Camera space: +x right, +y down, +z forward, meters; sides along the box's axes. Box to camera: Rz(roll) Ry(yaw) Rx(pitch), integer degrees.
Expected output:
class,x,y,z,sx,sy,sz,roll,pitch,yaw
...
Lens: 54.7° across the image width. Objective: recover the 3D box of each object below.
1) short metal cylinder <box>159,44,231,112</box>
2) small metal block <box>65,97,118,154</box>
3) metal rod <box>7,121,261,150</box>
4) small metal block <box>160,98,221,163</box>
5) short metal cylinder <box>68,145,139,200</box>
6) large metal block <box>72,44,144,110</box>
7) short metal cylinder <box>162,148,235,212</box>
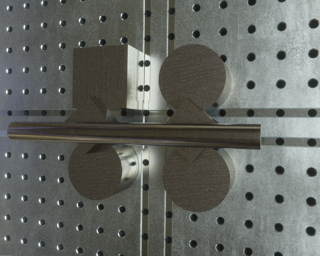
class,x,y,z,sx,sy,sz,roll,pitch,yaw
short metal cylinder,0.045,-0.058,0.384,0.080,0.050,0.080,0,90,20
small metal block,-0.084,-0.003,0.390,0.050,0.025,0.050,-42,77,15
metal rod,-0.045,0.006,0.348,0.301,0.025,0.025,1,90,19
small metal block,0.035,0.003,0.347,0.050,0.025,0.050,42,103,15
short metal cylinder,-0.077,0.054,0.425,0.080,0.050,0.080,0,90,20
large metal block,-0.070,-0.066,0.423,0.080,0.050,0.080,1,91,20
short metal cylinder,0.049,0.058,0.382,0.080,0.050,0.080,0,90,20
